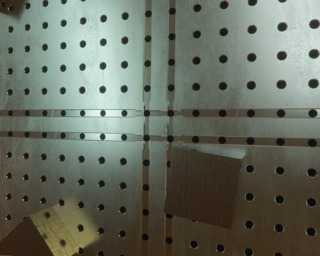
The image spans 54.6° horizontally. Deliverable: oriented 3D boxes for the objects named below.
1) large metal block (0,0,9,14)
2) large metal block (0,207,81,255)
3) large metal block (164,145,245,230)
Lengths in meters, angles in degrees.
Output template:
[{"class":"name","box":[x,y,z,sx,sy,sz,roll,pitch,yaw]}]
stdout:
[{"class":"large metal block","box":[-0.286,-0.245,0.501,0.080,0.050,0.080,29,100,17]},{"class":"large metal block","box":[-0.182,0.180,0.464,0.080,0.050,0.080,-42,77,15]},{"class":"large metal block","box":[0.056,0.068,0.380,0.080,0.050,0.080,9,93,20]}]
